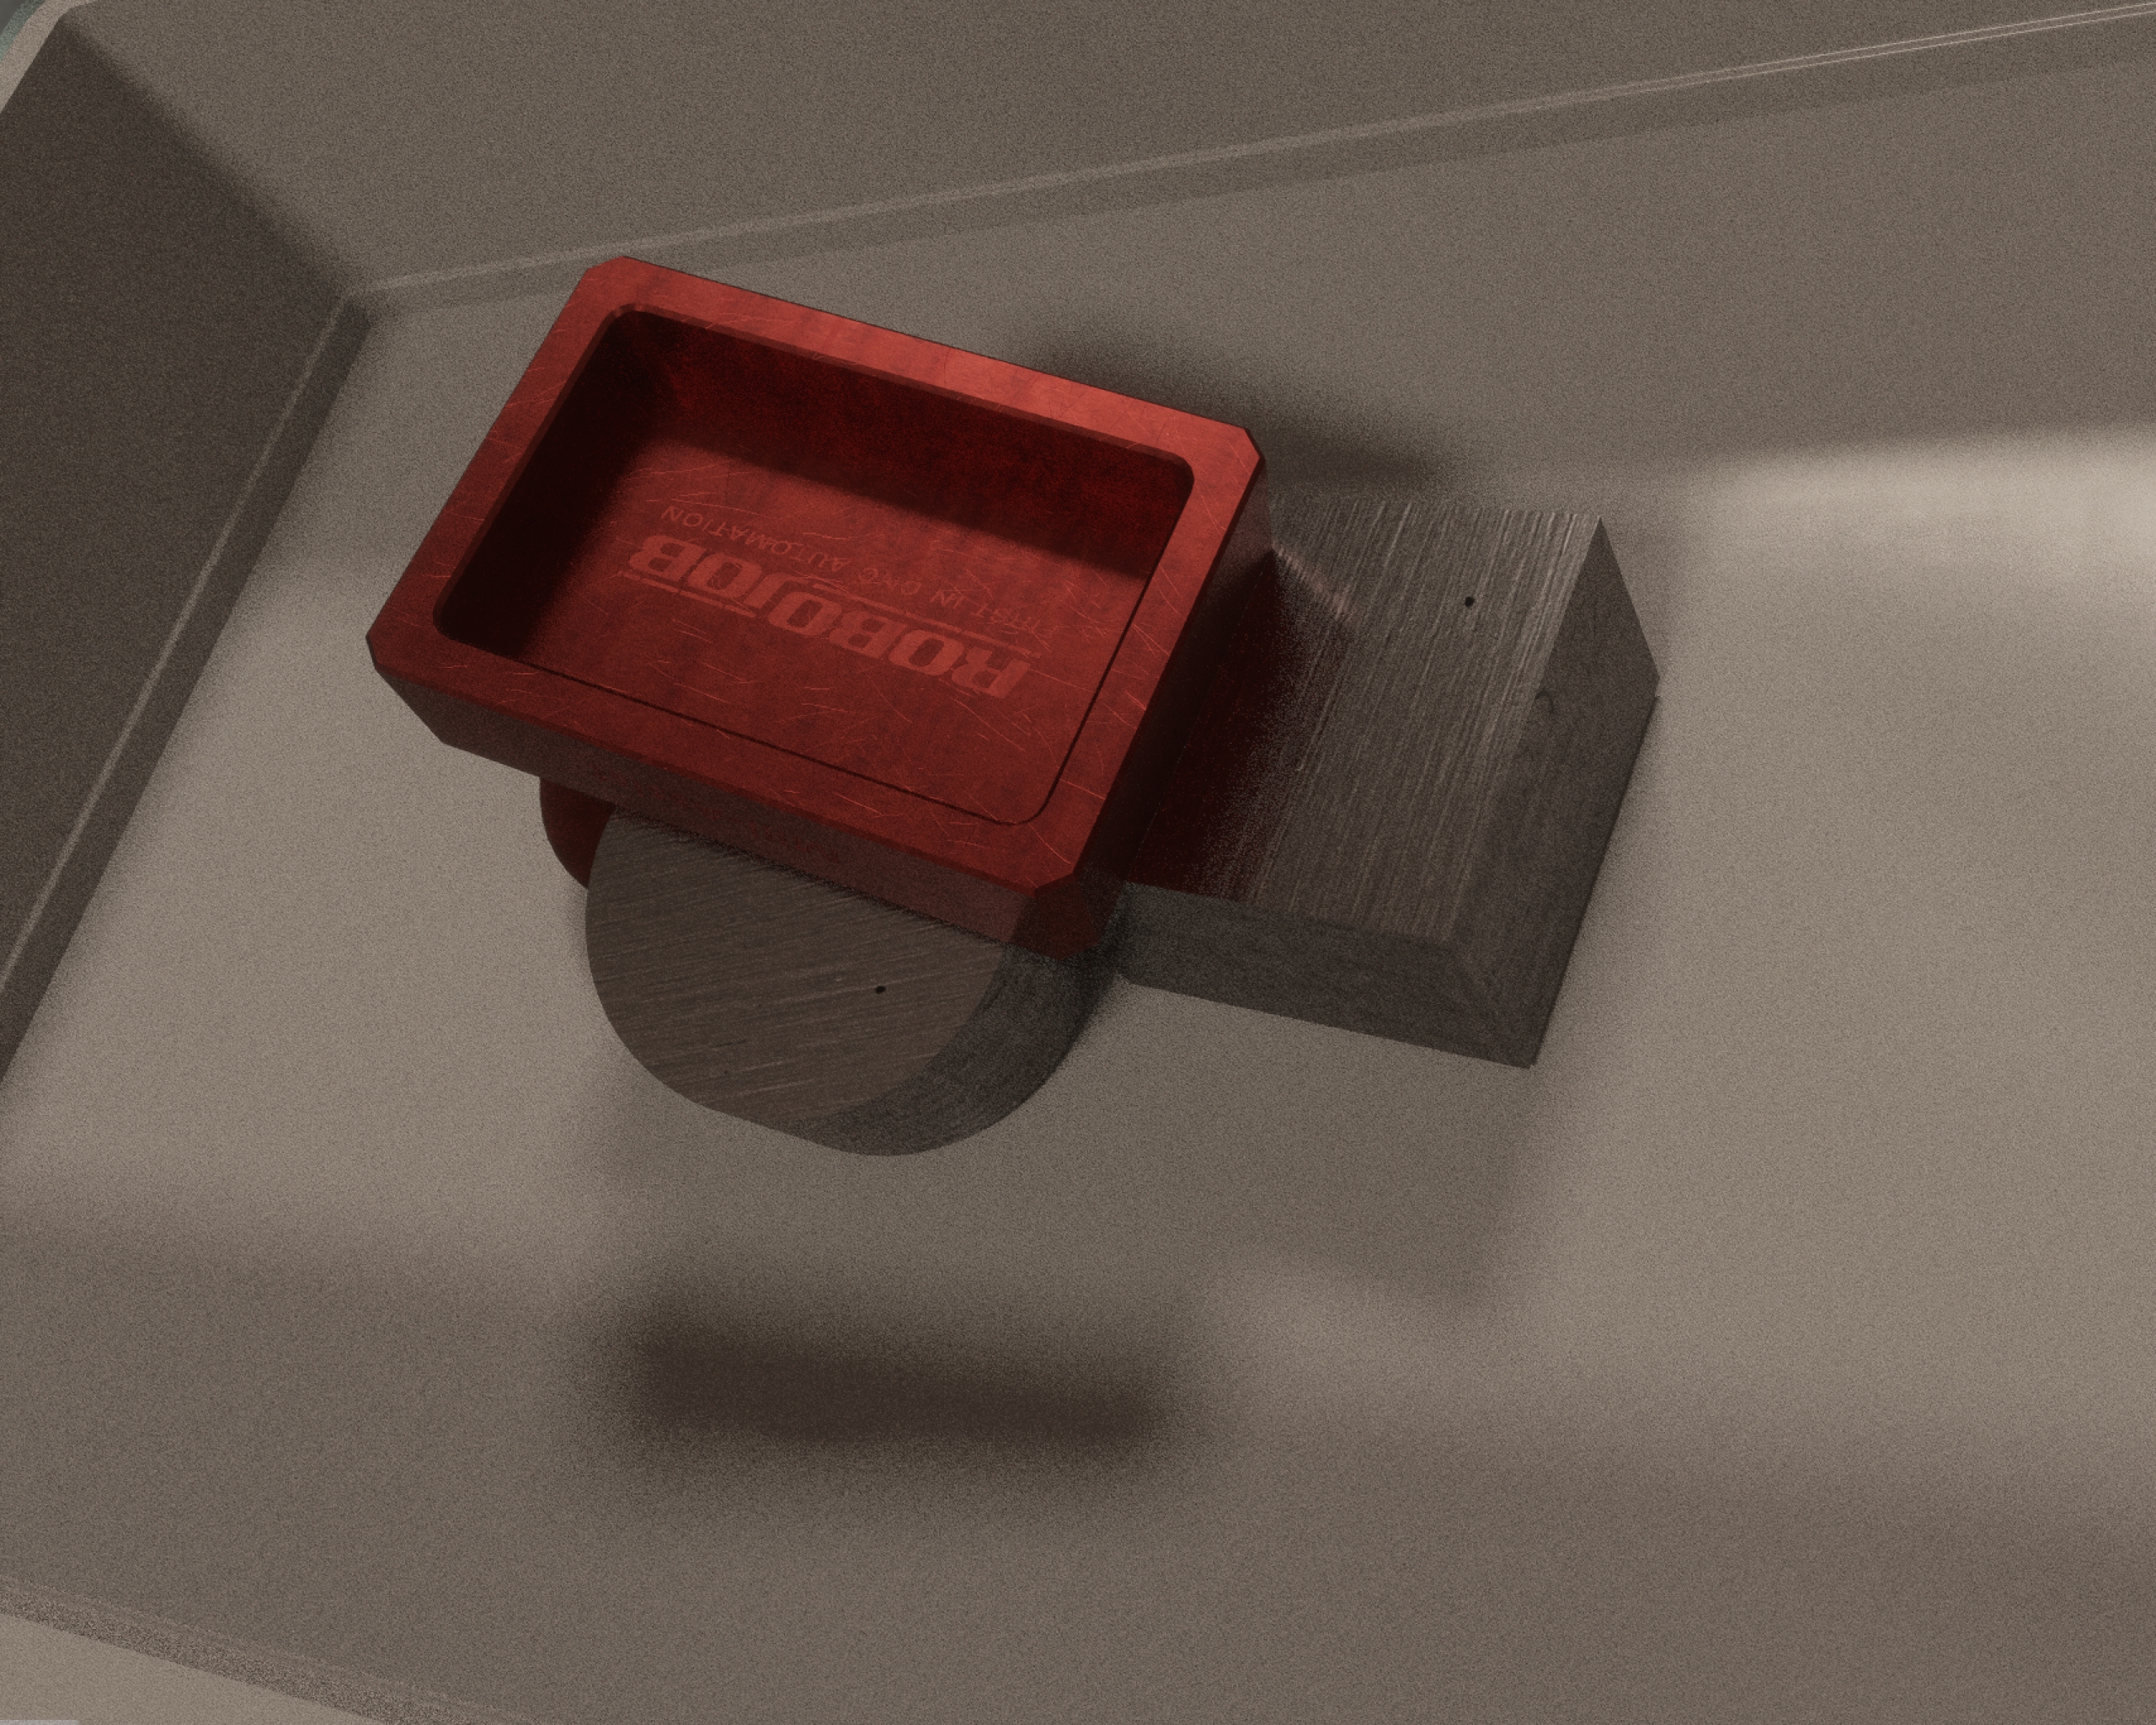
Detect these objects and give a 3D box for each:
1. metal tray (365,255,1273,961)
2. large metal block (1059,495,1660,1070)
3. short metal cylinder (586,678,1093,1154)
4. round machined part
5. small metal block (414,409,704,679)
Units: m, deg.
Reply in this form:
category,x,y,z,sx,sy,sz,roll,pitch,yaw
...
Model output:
category,x,y,z,sx,sy,sz,roll,pitch,yaw
metal tray,-0.043,-0.047,0.360,0.130,0.030,0.090,19,70,14
large metal block,0.048,-0.017,0.370,0.080,0.050,0.080,10,67,32
short metal cylinder,-0.043,0.012,0.386,0.080,0.050,0.080,-4,74,15
round machined part,-0.076,-0.034,0.452,0.098,0.042,0.098,-13,56,20
small metal block,-0.096,-0.055,0.416,0.025,0.050,0.050,13,68,33
